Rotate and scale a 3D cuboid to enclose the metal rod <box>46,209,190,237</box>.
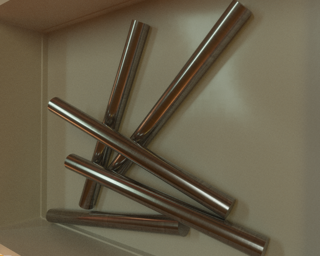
[{"bbox_3d":[-0.085,0.141,0.476,0.300,0.025,0.025,-10,84,39],"label":"metal rod"}]

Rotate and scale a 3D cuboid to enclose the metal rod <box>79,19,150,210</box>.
[{"bbox_3d":[-0.073,-0.010,0.467,0.025,0.025,0.298,30,109,36],"label":"metal rod"}]

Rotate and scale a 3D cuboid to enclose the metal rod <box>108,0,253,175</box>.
[{"bbox_3d":[0.007,-0.028,0.401,0.298,0.025,0.025,-51,60,27],"label":"metal rod"}]

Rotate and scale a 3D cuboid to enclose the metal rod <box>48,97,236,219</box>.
[{"bbox_3d":[-0.042,0.027,0.409,0.300,0.025,0.025,28,108,26],"label":"metal rod"}]

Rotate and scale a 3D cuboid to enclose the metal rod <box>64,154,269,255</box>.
[{"bbox_3d":[-0.014,0.088,0.397,0.300,0.025,0.025,17,101,32],"label":"metal rod"}]
